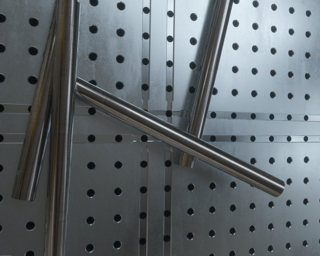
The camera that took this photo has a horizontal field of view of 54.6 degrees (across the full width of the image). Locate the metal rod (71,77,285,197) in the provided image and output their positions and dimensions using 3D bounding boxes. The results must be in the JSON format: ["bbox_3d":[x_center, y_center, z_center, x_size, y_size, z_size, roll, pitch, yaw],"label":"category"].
[{"bbox_3d":[0.029,0.016,0.398,0.301,0.025,0.025,27,81,-9],"label":"metal rod"}]

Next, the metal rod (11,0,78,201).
[{"bbox_3d":[-0.128,-0.066,0.365,0.025,0.025,0.299,12,86,-20],"label":"metal rod"}]

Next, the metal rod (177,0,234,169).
[{"bbox_3d":[0.071,-0.092,0.438,0.025,0.025,0.299,15,85,-19],"label":"metal rod"}]

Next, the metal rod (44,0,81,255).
[{"bbox_3d":[-0.113,0.009,0.355,0.025,0.025,0.298,3,95,-20],"label":"metal rod"}]
